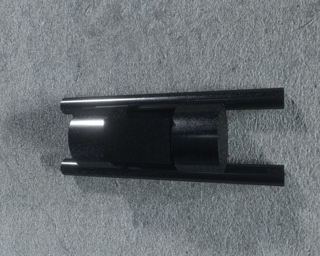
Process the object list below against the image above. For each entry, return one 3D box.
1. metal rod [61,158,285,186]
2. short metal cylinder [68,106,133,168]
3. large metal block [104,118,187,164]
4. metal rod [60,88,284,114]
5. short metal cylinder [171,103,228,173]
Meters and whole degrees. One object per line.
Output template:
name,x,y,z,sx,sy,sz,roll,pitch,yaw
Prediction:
metal rod,0.002,0.056,0.409,0.301,0.025,0.025,0,90,19
short metal cylinder,-0.075,0.012,0.407,0.050,0.080,0.080,-1,90,20
large metal block,-0.014,0.014,0.383,0.080,0.080,0.050,0,90,20
metal rod,0.002,-0.033,0.410,0.301,0.025,0.025,0,90,19
short metal cylinder,0.049,0.012,0.363,0.050,0.080,0.080,-1,90,20
